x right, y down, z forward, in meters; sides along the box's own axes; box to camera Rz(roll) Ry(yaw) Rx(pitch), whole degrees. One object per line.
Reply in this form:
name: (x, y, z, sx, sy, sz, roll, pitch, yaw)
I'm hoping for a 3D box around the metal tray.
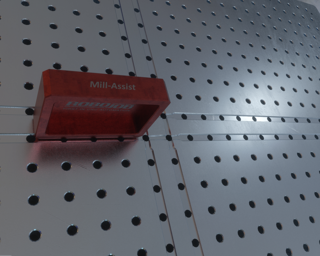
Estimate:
metal tray: (-0.066, -0.021, 0.345, 0.131, 0.090, 0.030, 0, 62, -29)
